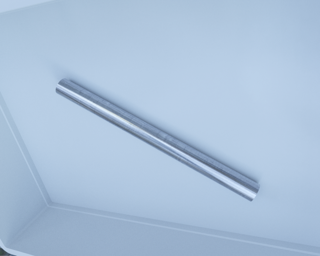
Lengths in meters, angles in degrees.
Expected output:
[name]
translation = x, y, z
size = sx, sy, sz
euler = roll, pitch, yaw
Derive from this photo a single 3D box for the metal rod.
[metal rod]
translation = -0.010, 0.011, 0.417
size = 0.301, 0.025, 0.025
euler = 29, 128, 9
